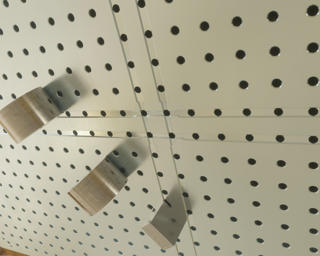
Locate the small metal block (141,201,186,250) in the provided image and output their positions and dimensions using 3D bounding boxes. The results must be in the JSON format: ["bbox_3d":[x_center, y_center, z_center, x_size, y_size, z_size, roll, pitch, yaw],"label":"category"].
[{"bbox_3d":[0.006,0.152,0.486,0.050,0.050,0.025,46,129,-4],"label":"small metal block"}]

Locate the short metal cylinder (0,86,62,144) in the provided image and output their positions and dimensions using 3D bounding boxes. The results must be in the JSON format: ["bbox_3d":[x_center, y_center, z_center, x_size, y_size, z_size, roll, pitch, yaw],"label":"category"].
[{"bbox_3d":[-0.197,-0.019,0.468,0.080,0.080,0.050,-27,104,37],"label":"short metal cylinder"}]

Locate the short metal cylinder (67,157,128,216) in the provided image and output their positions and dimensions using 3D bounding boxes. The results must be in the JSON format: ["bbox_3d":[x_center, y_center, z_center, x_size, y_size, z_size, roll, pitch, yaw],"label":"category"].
[{"bbox_3d":[-0.096,0.090,0.482,0.050,0.080,0.080,47,129,-5],"label":"short metal cylinder"}]
